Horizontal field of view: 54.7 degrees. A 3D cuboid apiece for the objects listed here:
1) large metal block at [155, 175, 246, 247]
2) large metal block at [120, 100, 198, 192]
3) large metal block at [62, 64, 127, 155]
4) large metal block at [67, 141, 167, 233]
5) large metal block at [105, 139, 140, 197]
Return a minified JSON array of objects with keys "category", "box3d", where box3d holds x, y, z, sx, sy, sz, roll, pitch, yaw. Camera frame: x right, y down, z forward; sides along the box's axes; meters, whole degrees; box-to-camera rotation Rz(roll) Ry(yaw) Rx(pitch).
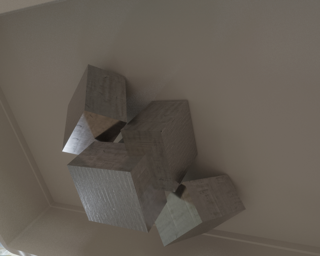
[{"category":"large metal block","box3d":[0.048,0.106,0.402,0.080,0.081,0.050,-48,55,39]},{"category":"large metal block","box3d":[0.003,0.019,0.380,0.050,0.080,0.080,1,119,27]},{"category":"large metal block","box3d":[-0.083,-0.019,0.394,0.050,0.080,0.080,17,134,-26]},{"category":"large metal block","box3d":[-0.046,0.064,0.350,0.080,0.050,0.080,2,119,27]},{"category":"large metal block","box3d":[-0.032,0.061,0.426,0.050,0.080,0.080,1,119,27]}]
